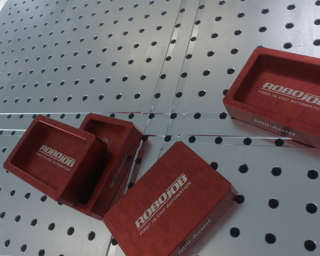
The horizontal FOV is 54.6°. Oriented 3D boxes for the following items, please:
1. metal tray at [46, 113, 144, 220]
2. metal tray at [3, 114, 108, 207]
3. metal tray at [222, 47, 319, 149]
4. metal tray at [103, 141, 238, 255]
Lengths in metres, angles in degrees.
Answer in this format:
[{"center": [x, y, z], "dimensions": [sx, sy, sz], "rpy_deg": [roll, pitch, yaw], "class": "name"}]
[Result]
[{"center": [-0.090, 0.047, 0.424], "dimensions": [0.090, 0.030, 0.130], "rpy_deg": [13, 68, 33], "class": "metal tray"}, {"center": [-0.143, 0.039, 0.418], "dimensions": [0.130, 0.030, 0.090], "rpy_deg": [17, 71, 35], "class": "metal tray"}, {"center": [0.149, -0.037, 0.349], "dimensions": [0.130, 0.030, 0.090], "rpy_deg": [25, 75, 36], "class": "metal tray"}, {"center": [0.009, 0.089, 0.347], "dimensions": [0.130, 0.030, 0.090], "rpy_deg": [-46, 51, -4], "class": "metal tray"}]
